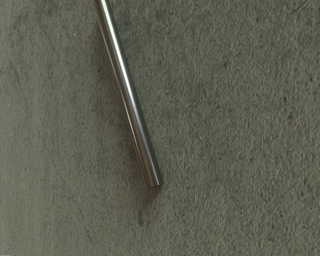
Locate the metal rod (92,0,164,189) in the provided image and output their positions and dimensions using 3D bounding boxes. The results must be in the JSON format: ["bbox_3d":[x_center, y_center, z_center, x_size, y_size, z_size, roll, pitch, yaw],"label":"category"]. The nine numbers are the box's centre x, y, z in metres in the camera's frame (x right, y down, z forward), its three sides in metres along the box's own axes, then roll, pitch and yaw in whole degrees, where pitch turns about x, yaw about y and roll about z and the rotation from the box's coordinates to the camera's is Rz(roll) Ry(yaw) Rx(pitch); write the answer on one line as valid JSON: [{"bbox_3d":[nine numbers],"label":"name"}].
[{"bbox_3d":[-0.050,-0.061,0.447,0.025,0.025,0.299,-28,73,37],"label":"metal rod"}]
